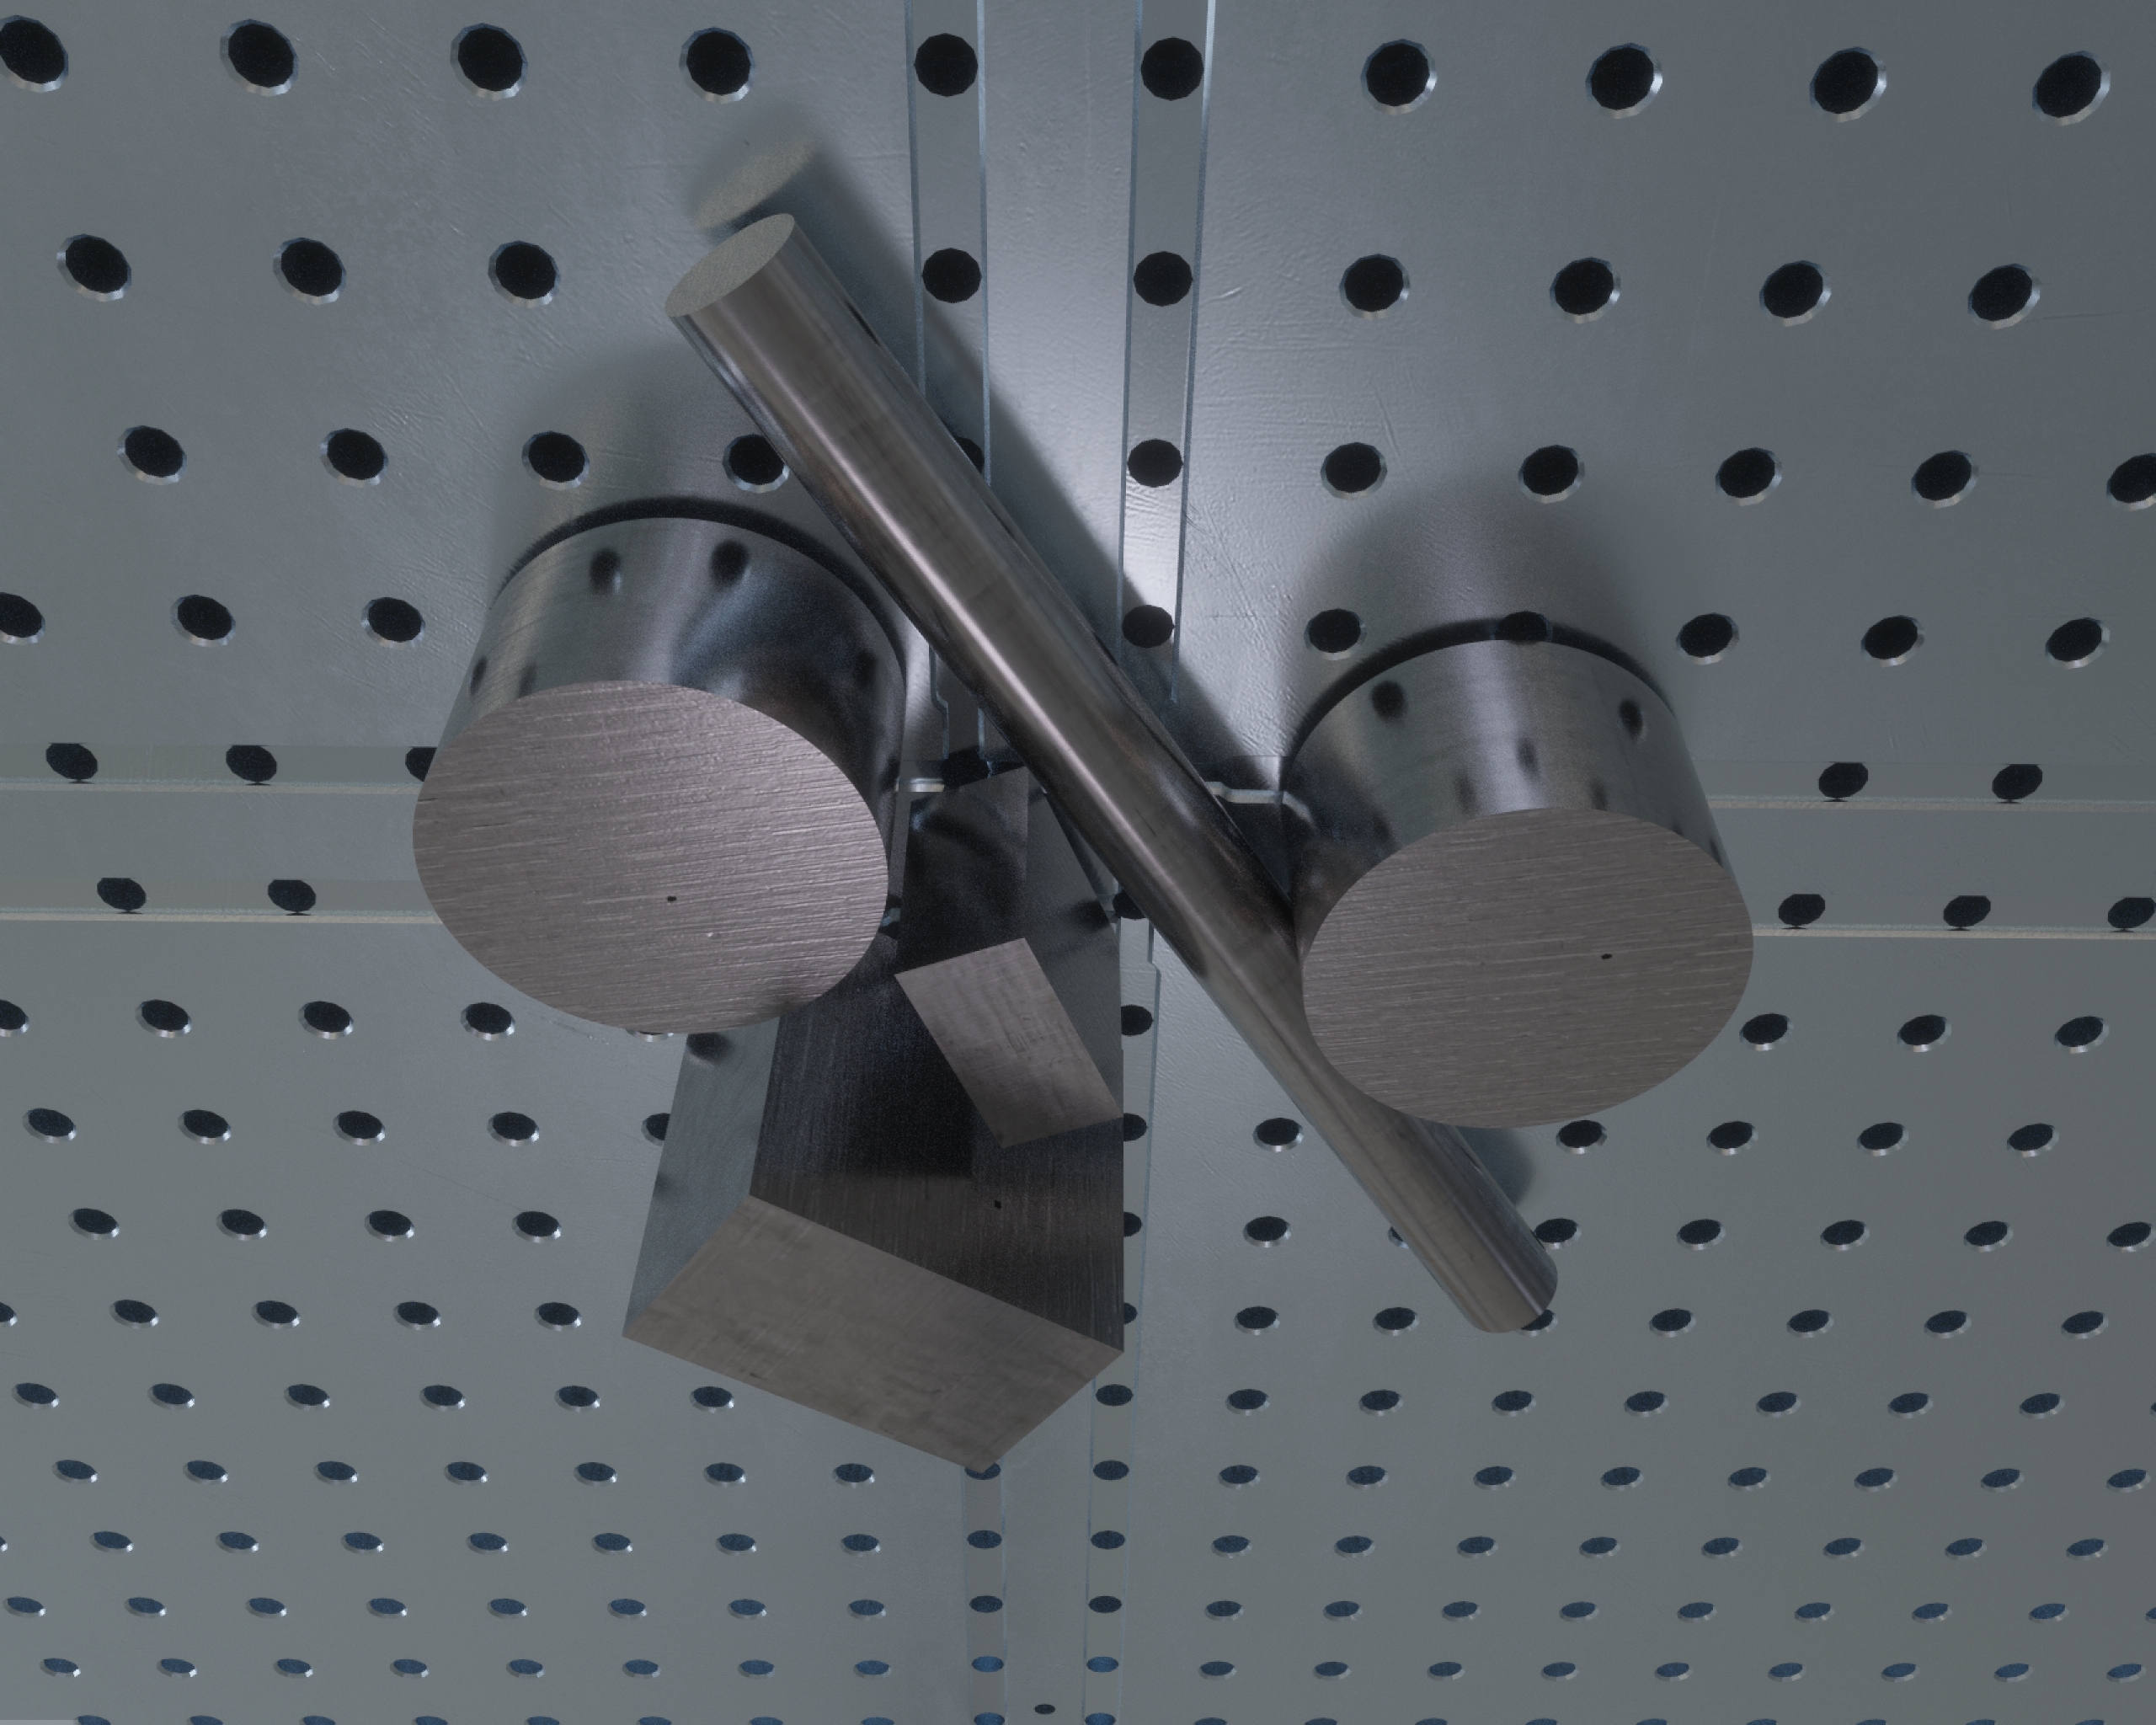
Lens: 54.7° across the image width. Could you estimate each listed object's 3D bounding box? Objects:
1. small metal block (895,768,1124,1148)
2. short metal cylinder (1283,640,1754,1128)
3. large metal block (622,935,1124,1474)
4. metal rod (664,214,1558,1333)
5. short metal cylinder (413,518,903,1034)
[{"bbox_3d":[-0.012,0.018,0.405,0.025,0.050,0.050,-17,128,13],"label":"small metal block"},{"bbox_3d":[0.081,0.005,0.395,0.081,0.050,0.079,0,130,0],"label":"short metal cylinder"},{"bbox_3d":[-0.038,0.065,0.425,0.080,0.080,0.050,28,125,-21],"label":"large metal block"},{"bbox_3d":[0.024,0.003,0.410,0.025,0.025,0.300,-25,126,20],"label":"metal rod"},{"bbox_3d":[-0.073,-0.015,0.377,0.081,0.050,0.079,0,130,0],"label":"short metal cylinder"}]
